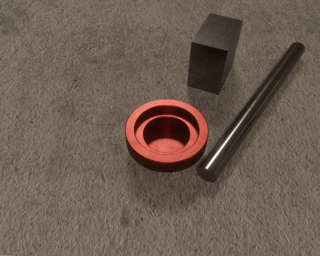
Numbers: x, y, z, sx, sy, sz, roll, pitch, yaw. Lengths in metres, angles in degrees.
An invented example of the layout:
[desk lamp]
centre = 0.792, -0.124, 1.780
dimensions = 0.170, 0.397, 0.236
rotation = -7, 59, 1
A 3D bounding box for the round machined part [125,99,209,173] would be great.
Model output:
[round machined part]
centre = 0.008, 0.014, 0.381
dimensions = 0.099, 0.042, 0.098
rotation = 0, 50, 0

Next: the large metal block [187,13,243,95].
[large metal block]
centre = 0.081, -0.110, 0.461
dimensions = 0.050, 0.080, 0.080
rotation = 19, 53, 15

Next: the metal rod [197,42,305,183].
[metal rod]
centre = 0.141, -0.039, 0.437
dimensions = 0.025, 0.025, 0.301
rotation = 29, 55, 22
